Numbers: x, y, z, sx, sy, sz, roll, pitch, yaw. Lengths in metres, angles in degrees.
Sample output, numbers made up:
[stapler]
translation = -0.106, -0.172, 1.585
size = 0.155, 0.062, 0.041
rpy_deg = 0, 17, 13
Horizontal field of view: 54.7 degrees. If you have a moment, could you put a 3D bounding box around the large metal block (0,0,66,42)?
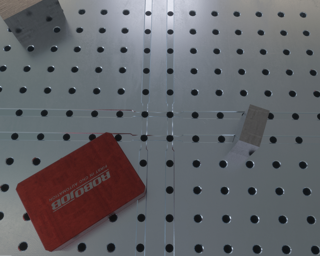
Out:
[large metal block]
translation = -0.205, -0.192, 0.467
size = 0.080, 0.050, 0.080
rpy_deg = -34, 74, -12

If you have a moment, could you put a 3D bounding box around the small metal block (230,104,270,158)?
[small metal block]
translation = 0.114, 0.005, 0.397
size = 0.025, 0.050, 0.050
rpy_deg = 20, 71, 7

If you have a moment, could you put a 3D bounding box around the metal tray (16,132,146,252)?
[metal tray]
translation = -0.094, 0.076, 0.381
size = 0.131, 0.030, 0.090
rpy_deg = -31, 73, -11
